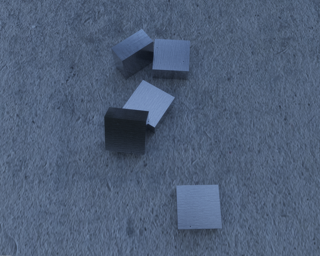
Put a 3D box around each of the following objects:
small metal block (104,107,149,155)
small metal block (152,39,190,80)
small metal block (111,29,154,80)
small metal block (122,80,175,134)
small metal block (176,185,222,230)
[{"bbox_3d":[-0.042,0.004,0.390,0.050,0.050,0.025,6,33,2],"label":"small metal block"},{"bbox_3d":[0.016,-0.098,0.444,0.050,0.025,0.050,3,70,1],"label":"small metal block"},{"bbox_3d":[-0.036,-0.102,0.432,0.050,0.050,0.025,-36,74,-12],"label":"small metal block"},{"bbox_3d":[-0.015,-0.029,0.418,0.050,0.025,0.050,30,73,10],"label":"small metal block"},{"bbox_3d":[0.045,0.096,0.373,0.050,0.025,0.050,-1,70,-1],"label":"small metal block"}]
